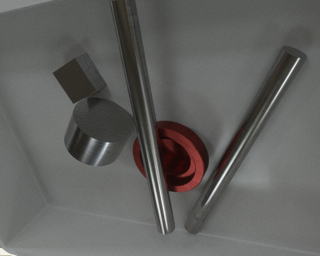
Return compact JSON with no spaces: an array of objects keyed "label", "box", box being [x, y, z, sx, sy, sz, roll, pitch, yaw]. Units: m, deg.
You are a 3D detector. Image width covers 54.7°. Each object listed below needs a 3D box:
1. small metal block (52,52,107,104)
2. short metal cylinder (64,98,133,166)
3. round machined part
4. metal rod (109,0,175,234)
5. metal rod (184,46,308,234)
[{"label":"small metal block","box":[-0.109,-0.067,0.423,0.050,0.025,0.050,-20,108,35]},{"label":"short metal cylinder","box":[-0.083,0.005,0.418,0.080,0.080,0.050,35,129,4]},{"label":"round machined part","box":[0.017,0.033,0.408,0.098,0.042,0.097,13,124,20]},{"label":"metal rod","box":[-0.014,0.007,0.365,0.025,0.025,0.298,4,120,26]},{"label":"metal rod","box":[0.089,0.040,0.385,0.025,0.025,0.298,27,128,10]}]
